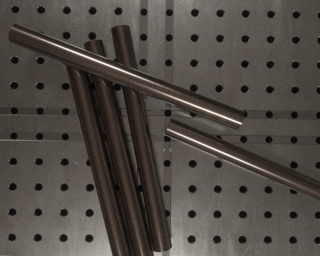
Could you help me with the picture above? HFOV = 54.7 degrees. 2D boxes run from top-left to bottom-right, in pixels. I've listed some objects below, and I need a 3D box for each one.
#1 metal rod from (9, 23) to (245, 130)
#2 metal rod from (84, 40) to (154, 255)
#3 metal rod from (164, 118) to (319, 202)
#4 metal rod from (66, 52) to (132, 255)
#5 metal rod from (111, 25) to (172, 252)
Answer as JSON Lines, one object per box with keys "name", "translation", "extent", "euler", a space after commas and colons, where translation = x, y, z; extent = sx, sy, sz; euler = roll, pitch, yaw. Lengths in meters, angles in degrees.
{"name": "metal rod", "translation": [-0.040, -0.063, 0.386], "extent": [0.301, 0.025, 0.025], "euler": [21, 90, -1]}
{"name": "metal rod", "translation": [-0.054, 0.032, 0.412], "extent": [0.025, 0.025, 0.298], "euler": [-13, 90, 0]}
{"name": "metal rod", "translation": [0.149, 0.057, 0.415], "extent": [0.301, 0.025, 0.025], "euler": [23, 90, -1]}
{"name": "metal rod", "translation": [-0.081, 0.044, 0.412], "extent": [0.025, 0.025, 0.298], "euler": [-14, 90, 0]}
{"name": "metal rod", "translation": [-0.024, 0.014, 0.413], "extent": [0.025, 0.025, 0.298], "euler": [-11, 90, 0]}
